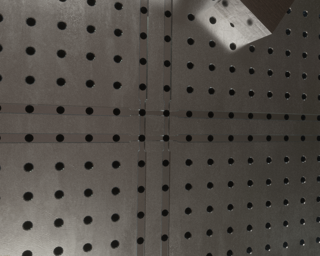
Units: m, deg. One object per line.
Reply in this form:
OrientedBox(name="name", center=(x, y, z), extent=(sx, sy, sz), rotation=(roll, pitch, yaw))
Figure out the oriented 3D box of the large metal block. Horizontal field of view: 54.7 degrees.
OrientedBox(name="large metal block", center=(0.140, -0.187, 0.453), extent=(0.080, 0.050, 0.080), rotation=(39, 78, -16))
